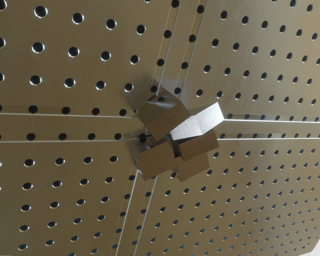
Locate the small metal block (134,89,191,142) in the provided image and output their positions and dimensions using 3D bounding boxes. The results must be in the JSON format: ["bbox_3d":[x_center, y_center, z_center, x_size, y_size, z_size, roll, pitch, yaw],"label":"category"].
[{"bbox_3d":[0.002,-0.017,0.383,0.050,0.050,0.025,-37,120,-3],"label":"small metal block"}]

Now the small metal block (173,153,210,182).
[{"bbox_3d":[0.043,0.046,0.462,0.050,0.025,0.050,-25,128,-13],"label":"small metal block"}]

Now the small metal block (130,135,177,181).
[{"bbox_3d":[-0.009,0.039,0.430,0.050,0.025,0.050,-23,127,-14],"label":"small metal block"}]

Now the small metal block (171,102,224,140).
[{"bbox_3d":[0.046,-0.009,0.400,0.050,0.050,0.025,-30,101,-42],"label":"small metal block"}]

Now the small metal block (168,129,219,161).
[{"bbox_3d":[0.045,0.017,0.423,0.050,0.050,0.025,-22,107,-9],"label":"small metal block"}]
